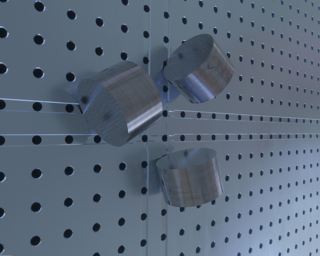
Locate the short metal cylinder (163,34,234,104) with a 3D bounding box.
[{"bbox_3d":[0.052,-0.080,0.419,0.050,0.080,0.080,41,65,-33],"label":"short metal cylinder"}]

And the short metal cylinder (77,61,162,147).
[{"bbox_3d":[-0.044,-0.027,0.338,0.050,0.080,0.080,-36,112,-35],"label":"short metal cylinder"}]

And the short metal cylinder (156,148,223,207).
[{"bbox_3d":[0.039,0.063,0.409,0.081,0.080,0.050,-21,104,-38],"label":"short metal cylinder"}]
